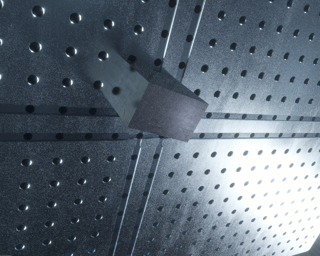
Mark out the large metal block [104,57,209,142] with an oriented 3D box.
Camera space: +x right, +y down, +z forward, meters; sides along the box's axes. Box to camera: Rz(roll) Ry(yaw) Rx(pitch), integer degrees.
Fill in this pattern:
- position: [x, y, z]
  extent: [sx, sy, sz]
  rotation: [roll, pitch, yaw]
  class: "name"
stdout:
- position: [-0.006, -0.032, 0.354]
  extent: [0.081, 0.080, 0.050]
  rotation: [15, 110, -35]
  class: "large metal block"
